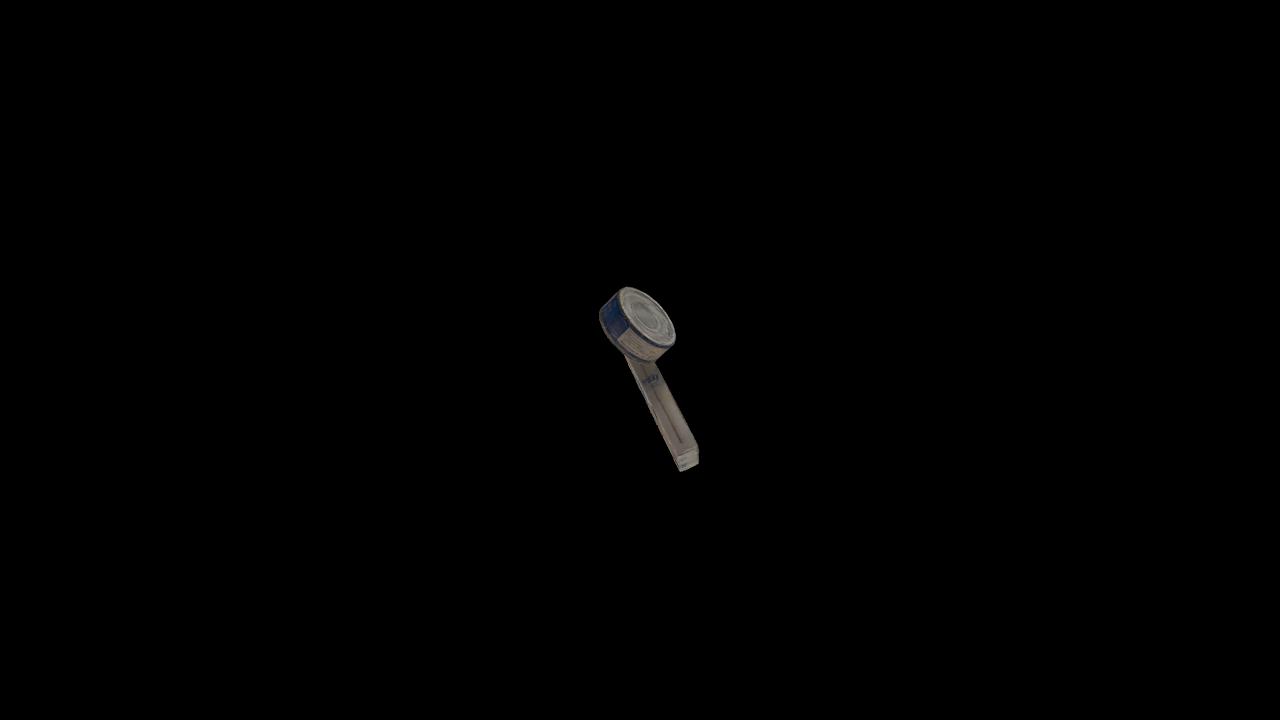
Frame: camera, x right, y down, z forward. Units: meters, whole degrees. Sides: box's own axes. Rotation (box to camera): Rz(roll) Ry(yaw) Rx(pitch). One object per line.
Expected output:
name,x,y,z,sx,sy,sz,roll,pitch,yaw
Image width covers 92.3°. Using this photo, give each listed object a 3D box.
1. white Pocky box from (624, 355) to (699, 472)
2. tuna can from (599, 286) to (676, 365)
white Pocky box,0.021,0.044,0.684,0.028,0.154,0.084,-25,-22,-3
tuna can,-0.001,-0.038,0.663,0.034,0.084,0.084,-43,-24,29
